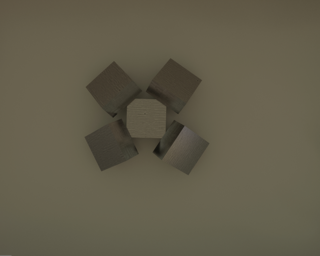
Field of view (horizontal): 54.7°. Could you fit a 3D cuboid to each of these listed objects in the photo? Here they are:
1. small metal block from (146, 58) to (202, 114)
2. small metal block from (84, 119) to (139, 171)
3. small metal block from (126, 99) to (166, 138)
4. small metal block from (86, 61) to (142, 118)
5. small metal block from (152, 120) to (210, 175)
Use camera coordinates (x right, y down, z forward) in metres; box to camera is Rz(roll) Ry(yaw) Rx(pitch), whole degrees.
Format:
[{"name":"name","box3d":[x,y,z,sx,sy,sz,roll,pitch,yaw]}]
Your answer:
[{"name":"small metal block","box3d":[0.018,-0.054,0.397,0.050,0.025,0.050,35,53,-1]},{"name":"small metal block","box3d":[-0.062,0.022,0.397,0.050,0.025,0.050,-26,90,37]},{"name":"small metal block","box3d":[-0.017,-0.012,0.409,0.050,0.025,0.050,2,90,0]},{"name":"small metal block","box3d":[-0.059,-0.050,0.396,0.050,0.025,0.050,-42,53,0]},{"name":"small metal block","box3d":[0.027,0.026,0.398,0.050,0.025,0.050,34,90,-35]}]
